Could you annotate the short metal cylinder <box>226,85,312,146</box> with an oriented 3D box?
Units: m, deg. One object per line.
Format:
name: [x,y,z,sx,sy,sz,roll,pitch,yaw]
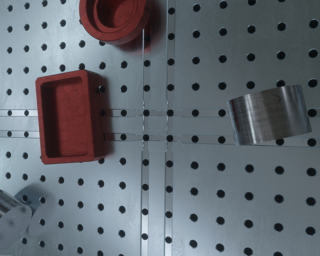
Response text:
short metal cylinder: [0.119,-0.012,0.341,0.080,0.080,0.050,-13,86,19]

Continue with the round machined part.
round machined part: [-0.057,-0.162,0.424,0.098,0.042,0.097,0,90,20]

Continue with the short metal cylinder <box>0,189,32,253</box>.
short metal cylinder: [-0.245,0.141,0.470,0.050,0.080,0.080,25,98,18]

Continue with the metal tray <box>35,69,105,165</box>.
metal tray: [-0.133,-0.014,0.456,0.090,0.030,0.129,-6,88,19]
